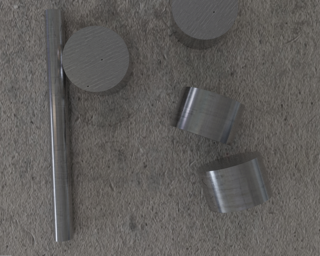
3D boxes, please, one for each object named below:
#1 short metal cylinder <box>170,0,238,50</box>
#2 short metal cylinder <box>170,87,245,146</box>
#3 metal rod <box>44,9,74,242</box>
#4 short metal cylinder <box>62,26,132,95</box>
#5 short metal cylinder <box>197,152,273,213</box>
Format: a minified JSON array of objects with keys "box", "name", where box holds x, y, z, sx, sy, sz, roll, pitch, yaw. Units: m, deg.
[{"box":[0.054,-0.146,0.398,0.081,0.050,0.080,0,90,0],"name":"short metal cylinder"},{"box":[0.058,-0.014,0.383,0.080,0.080,0.050,19,90,0],"name":"short metal cylinder"},{"box":[-0.133,-0.003,0.408,0.025,0.025,0.298,-2,90,0],"name":"metal rod"},{"box":[-0.077,-0.083,0.397,0.081,0.050,0.080,0,90,0],"name":"short metal cylinder"},{"box":[0.092,0.065,0.383,0.080,0.080,0.050,-17,90,0],"name":"short metal cylinder"}]
